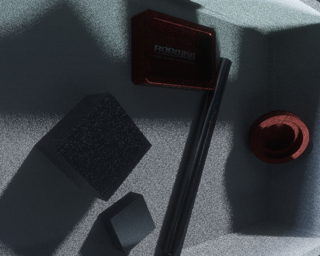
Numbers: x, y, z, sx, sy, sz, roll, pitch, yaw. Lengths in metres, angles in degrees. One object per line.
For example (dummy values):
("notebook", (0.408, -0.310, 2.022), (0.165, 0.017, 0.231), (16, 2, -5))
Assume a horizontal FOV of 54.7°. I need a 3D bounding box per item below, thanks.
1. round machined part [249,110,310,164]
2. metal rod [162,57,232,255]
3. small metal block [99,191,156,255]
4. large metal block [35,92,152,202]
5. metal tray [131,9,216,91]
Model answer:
("round machined part", (0.207, 0.012, 0.549), (0.098, 0.098, 0.042), (62, 16, -22))
("metal rod", (0.059, 0.032, 0.458), (0.025, 0.025, 0.299), (28, 72, -37))
("small metal block", (-0.039, 0.114, 0.376), (0.050, 0.025, 0.050), (-32, 110, -36))
("large metal block", (-0.069, 0.019, 0.334), (0.080, 0.050, 0.080), (-51, 121, -28))
("metal tray", (0.023, -0.100, 0.424), (0.131, 0.030, 0.089), (-1, 91, -40))
